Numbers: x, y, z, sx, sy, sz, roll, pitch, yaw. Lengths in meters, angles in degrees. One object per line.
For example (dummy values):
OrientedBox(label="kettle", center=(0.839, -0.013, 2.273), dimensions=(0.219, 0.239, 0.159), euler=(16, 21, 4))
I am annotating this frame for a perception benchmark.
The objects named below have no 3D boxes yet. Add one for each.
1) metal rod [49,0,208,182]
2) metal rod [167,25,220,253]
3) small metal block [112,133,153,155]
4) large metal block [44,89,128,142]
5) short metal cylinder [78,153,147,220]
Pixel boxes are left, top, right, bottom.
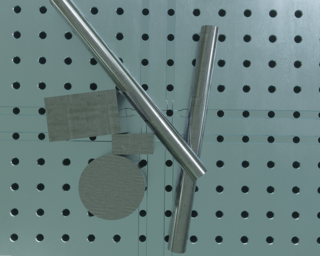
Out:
OrientedBox(label="metal rod", center=(-0.043, -0.057, 0.399), dimensions=(0.025, 0.025, 0.300), euler=(-39, 85, 0))
OrientedBox(label="metal rod", center=(0.045, 0.015, 0.413), dimensions=(0.025, 0.025, 0.298), euler=(9, 90, 0))
OrientedBox(label="small metal block", center=(-0.033, 0.019, 0.401), dimensions=(0.050, 0.050, 0.025), euler=(-1, 90, 0))
OrientedBox(label="large metal block", center=(-0.086, -0.014, 0.385), dimensions=(0.080, 0.080, 0.050), euler=(-7, 90, 0))
OrientedBox(label="short metal cylinder", center=(-0.059, 0.072, 0.400), dimensions=(0.081, 0.050, 0.079), euler=(0, 90, 0))
